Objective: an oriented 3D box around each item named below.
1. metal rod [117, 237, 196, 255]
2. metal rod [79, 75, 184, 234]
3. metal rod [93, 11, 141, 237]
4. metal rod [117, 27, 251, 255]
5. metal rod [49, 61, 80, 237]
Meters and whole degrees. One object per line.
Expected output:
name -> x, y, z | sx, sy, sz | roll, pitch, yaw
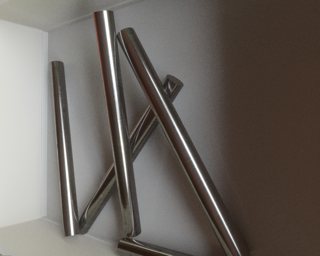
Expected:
metal rod -> 0.070, 0.162, 0.339 | 0.300, 0.025, 0.025 | -1, 90, 37
metal rod -> -0.056, 0.053, 0.452 | 0.025, 0.025, 0.298 | 48, 118, 29
metal rod -> -0.054, 0.004, 0.410 | 0.025, 0.025, 0.298 | 4, 106, 40
metal rod -> 0.021, 0.011, 0.365 | 0.025, 0.025, 0.299 | -35, 76, 35
metal rod -> -0.163, 0.026, 0.523 | 0.025, 0.025, 0.299 | -22, 71, 38
